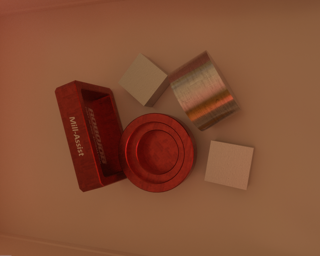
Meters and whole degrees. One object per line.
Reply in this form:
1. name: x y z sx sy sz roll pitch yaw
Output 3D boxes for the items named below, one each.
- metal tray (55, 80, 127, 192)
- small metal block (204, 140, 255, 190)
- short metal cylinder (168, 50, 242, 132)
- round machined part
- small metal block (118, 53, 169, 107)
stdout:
1. metal tray: -0.081 0.009 0.401 0.030 0.090 0.129 -18 84 19
2. small metal block: 0.085 0.044 0.378 0.050 0.025 0.050 10 93 20
3. short metal cylinder: 0.053 -0.043 0.361 0.050 0.080 0.080 -31 80 17
4. round machined part: 0.000 0.030 0.397 0.098 0.042 0.097 0 90 19
5. small metal block: -0.019 -0.063 0.414 0.050 0.025 0.050 42 104 16
